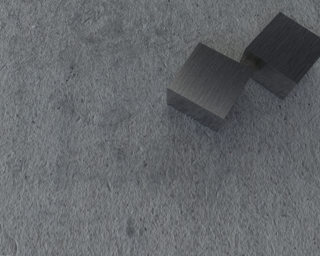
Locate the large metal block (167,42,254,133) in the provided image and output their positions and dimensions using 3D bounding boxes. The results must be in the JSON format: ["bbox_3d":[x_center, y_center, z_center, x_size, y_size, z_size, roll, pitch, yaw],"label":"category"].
[{"bbox_3d":[0.065,-0.054,0.415,0.080,0.050,0.080,31,73,10],"label":"large metal block"}]

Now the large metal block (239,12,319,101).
[{"bbox_3d":[0.169,-0.100,0.432,0.080,0.050,0.080,40,75,13],"label":"large metal block"}]
